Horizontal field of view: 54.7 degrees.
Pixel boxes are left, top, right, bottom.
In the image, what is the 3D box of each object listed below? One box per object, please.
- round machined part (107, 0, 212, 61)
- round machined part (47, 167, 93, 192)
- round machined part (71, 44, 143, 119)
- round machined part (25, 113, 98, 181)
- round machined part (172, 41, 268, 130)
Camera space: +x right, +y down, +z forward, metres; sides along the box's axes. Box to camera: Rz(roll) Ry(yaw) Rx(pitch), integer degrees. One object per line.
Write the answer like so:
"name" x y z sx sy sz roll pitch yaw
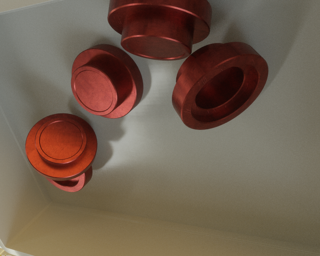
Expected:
"round machined part" -0.001 -0.096 0.299 0.098 0.098 0.042 4 85 25
"round machined part" -0.152 0.054 0.508 0.098 0.042 0.097 13 124 20
"round machined part" -0.075 -0.055 0.402 0.098 0.042 0.097 13 124 20
"round machined part" -0.140 0.023 0.442 0.098 0.098 0.042 38 155 2
"round machined part" 0.056 -0.046 0.315 0.042 0.099 0.097 60 138 34
